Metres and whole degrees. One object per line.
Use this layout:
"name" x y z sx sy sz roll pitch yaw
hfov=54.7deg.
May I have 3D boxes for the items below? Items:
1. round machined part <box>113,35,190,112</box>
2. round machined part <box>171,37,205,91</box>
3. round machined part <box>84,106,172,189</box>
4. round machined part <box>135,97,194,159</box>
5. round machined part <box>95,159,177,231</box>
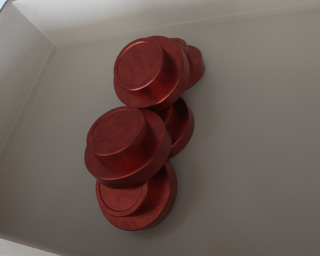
"round machined part" -0.017 -0.070 0.379 0.098 0.042 0.098 -9 70 26
"round machined part" 0.010 -0.089 0.429 0.098 0.042 0.098 -14 40 13
"round machined part" -0.040 0.014 0.340 0.098 0.042 0.098 -14 45 15
"round machined part" -0.009 -0.008 0.402 0.098 0.042 0.098 -13 55 20
"round machined part" -0.034 0.066 0.352 0.098 0.042 0.098 -8 73 26
